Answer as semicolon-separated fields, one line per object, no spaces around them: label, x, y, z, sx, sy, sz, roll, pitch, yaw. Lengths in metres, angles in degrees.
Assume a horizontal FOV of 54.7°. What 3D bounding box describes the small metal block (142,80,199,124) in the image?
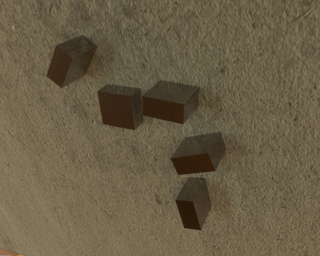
small metal block;0.013;-0.032;0.364;0.050;0.050;0.025;13;124;21

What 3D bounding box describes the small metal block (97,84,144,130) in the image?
small metal block;-0.052;-0.029;0.417;0.050;0.025;0.050;10;123;22

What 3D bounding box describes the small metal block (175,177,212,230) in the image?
small metal block;0.048;0.104;0.430;0.025;0.050;0.050;-2;117;29

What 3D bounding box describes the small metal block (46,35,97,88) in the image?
small metal block;-0.113;-0.086;0.397;0.025;0.050;0.050;38;129;3

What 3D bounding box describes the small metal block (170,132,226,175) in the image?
small metal block;0.049;0.031;0.384;0.050;0.050;0.025;-11;113;33
